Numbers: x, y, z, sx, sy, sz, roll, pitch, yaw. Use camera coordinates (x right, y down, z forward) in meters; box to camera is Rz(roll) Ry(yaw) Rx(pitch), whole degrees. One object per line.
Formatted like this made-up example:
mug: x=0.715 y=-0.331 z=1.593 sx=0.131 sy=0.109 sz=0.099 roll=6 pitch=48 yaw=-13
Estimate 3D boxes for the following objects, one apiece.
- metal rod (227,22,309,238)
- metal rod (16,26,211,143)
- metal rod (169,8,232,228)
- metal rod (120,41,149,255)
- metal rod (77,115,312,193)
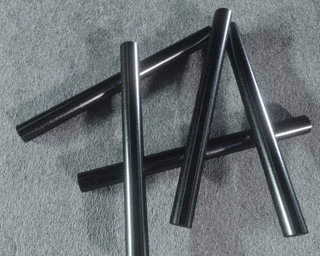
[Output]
metal rod: x=0.122 y=-0.019 z=0.392 sx=0.025 sy=0.025 sz=0.299 roll=-7 pitch=61 yaw=-3
metal rod: x=-0.053 y=-0.066 z=0.431 sx=0.301 sy=0.025 sz=0.025 roll=-30 pitch=73 yaw=-11
metal rod: x=0.057 y=-0.029 z=0.392 sx=0.025 sy=0.025 sz=0.299 roll=13 pitch=69 yaw=4
metal rod: x=-0.031 y=0.030 z=0.369 sx=0.025 sy=0.025 sz=0.299 roll=-4 pitch=70 yaw=-1
metal rod: x=0.048 y=0.031 z=0.396 sx=0.302 sy=0.025 sz=0.025 roll=-14 pitch=71 yaw=-5
